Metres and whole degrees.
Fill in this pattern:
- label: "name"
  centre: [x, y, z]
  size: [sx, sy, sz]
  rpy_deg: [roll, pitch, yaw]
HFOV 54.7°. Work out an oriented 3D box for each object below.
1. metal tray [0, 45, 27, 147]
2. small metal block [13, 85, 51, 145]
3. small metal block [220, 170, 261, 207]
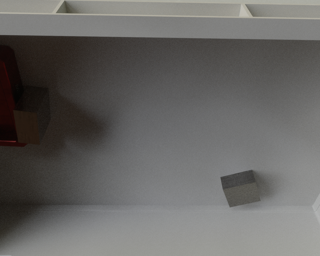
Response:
- label: "metal tray"
  centre: [-0.213, -0.035, 0.372]
  size: [0.091, 0.030, 0.129]
  rpy_deg: [3, 130, -3]
- label: "small metal block"
  centre: [-0.154, -0.016, 0.377]
  size: [0.025, 0.050, 0.050]
  rpy_deg: [7, 130, -7]
- label: "small metal block"
  centre: [0.129, 0.097, 0.494]
  size: [0.050, 0.025, 0.050]
  rpy_deg: [-16, 129, 13]
